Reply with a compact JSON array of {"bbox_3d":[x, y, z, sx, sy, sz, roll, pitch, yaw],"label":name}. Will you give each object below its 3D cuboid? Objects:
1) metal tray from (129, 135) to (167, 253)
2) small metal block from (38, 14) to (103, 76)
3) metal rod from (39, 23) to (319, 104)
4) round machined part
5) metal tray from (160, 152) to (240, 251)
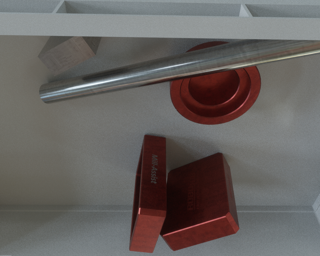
[{"bbox_3d":[-0.015,0.083,0.411,0.030,0.130,0.089,9,130,-7],"label":"metal tray"},{"bbox_3d":[-0.090,-0.086,0.318,0.050,0.050,0.025,-22,127,17],"label":"small metal block"},{"bbox_3d":[0.001,-0.058,0.313,0.301,0.025,0.025,-7,132,24],"label":"metal rod"},{"bbox_3d":[0.060,-0.054,0.353,0.099,0.042,0.097,-1,130,0],"label":"round machined part"},{"bbox_3d":[0.052,0.094,0.418,0.090,0.130,0.030,-23,114,18],"label":"metal tray"}]
